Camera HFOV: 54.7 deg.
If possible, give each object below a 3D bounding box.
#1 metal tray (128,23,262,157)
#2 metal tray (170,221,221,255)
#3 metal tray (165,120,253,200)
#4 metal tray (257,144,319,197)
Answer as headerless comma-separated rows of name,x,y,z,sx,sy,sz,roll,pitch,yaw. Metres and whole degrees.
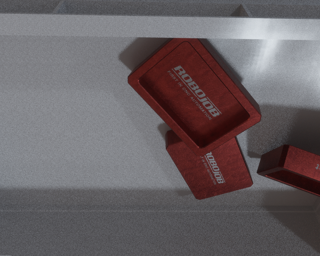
metal tray,0.040,-0.038,0.351,0.090,0.030,0.130,-36,107,26
metal tray,0.057,0.231,0.537,0.090,0.130,0.030,-33,105,26
metal tray,0.073,0.046,0.447,0.090,0.030,0.130,-19,128,15
metal tray,0.207,0.065,0.410,0.131,0.030,0.090,20,166,4
